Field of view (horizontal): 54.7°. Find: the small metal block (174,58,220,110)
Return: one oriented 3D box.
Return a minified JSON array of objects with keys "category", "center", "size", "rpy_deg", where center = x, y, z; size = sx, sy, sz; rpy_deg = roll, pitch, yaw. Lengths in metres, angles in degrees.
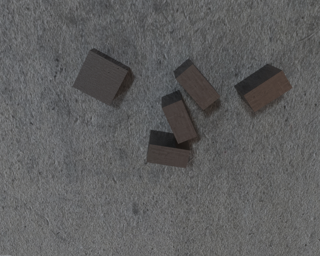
[{"category":"small metal block","center":[0.044,-0.054,0.377],"size":[0.025,0.050,0.050],"rpy_deg":[-40,106,13]}]

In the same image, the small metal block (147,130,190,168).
[{"category":"small metal block","center":[0.010,0.026,0.406],"size":[0.050,0.050,0.025],"rpy_deg":[9,110,-4]}]

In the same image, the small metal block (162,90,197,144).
[{"category":"small metal block","center":[0.024,-0.015,0.391],"size":[0.025,0.050,0.050],"rpy_deg":[-23,109,8]}]

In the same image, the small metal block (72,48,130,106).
[{"category":"small metal block","center":[-0.072,-0.064,0.386],"size":[0.050,0.025,0.050],"rpy_deg":[28,108,-10]}]

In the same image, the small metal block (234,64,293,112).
[{"category":"small metal block","center":[0.124,-0.050,0.379],"size":[0.050,0.050,0.025],"rpy_deg":[-34,107,11]}]
